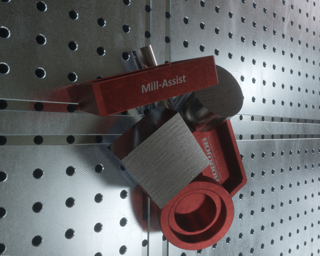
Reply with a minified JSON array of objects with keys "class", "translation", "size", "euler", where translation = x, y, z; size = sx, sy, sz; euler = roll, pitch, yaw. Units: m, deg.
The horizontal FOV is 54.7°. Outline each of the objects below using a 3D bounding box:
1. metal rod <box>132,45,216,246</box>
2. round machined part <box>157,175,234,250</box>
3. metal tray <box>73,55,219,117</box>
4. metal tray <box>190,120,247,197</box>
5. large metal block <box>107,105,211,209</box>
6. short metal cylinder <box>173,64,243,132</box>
[{"class":"metal rod","translation":[0.026,0.035,0.426],"size":[0.025,0.025,0.298],"euler":[-32,110,-36]},{"class":"round machined part","translation":[0.044,0.108,0.413],"size":[0.099,0.042,0.097],"euler":[-3,104,-10]},{"class":"metal tray","translation":[-0.016,-0.047,0.330],"size":[0.131,0.090,0.030],"euler":[-18,104,-24]},{"class":"metal tray","translation":[0.082,0.048,0.470],"size":[0.091,0.030,0.129],"euler":[-32,110,-36]},{"class":"large metal block","translation":[-0.001,0.032,0.364],"size":[0.080,0.050,0.080],"euler":[-40,117,-13]},{"class":"short metal cylinder","translation":[0.066,-0.041,0.424],"size":[0.081,0.050,0.080],"euler":[12,62,-23]}]
